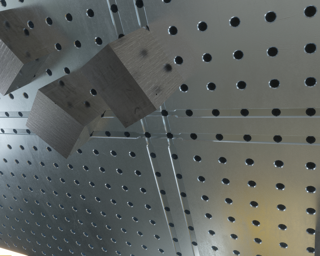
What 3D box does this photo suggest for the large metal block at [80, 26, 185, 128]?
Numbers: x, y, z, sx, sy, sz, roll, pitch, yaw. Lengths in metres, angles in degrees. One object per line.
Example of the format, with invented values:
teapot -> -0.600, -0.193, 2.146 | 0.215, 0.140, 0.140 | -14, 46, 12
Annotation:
large metal block -> -0.028, -0.060, 0.352 | 0.050, 0.080, 0.080 | -29, 103, 37

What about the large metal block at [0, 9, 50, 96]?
large metal block -> -0.219, -0.106, 0.442 | 0.080, 0.050, 0.080 | 49, 128, -7

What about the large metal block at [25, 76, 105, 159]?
large metal block -> -0.141, -0.014, 0.458 | 0.080, 0.050, 0.080 | 39, 129, 1

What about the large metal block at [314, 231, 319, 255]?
large metal block -> 0.217, 0.189, 0.378 | 0.050, 0.080, 0.079 | 1, 119, 27
